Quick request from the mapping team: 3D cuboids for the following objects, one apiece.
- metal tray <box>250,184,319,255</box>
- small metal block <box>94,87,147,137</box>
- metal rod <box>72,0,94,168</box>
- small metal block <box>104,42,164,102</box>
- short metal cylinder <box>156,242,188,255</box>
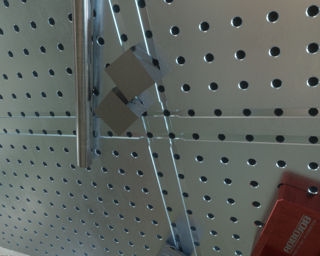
[{"bbox_3d":[0.180,0.142,0.400,0.090,0.030,0.129,20,126,16],"label":"metal tray"},{"bbox_3d":[-0.055,-0.024,0.425,0.050,0.025,0.050,45,129,-4],"label":"small metal block"},{"bbox_3d":[-0.105,-0.063,0.427,0.025,0.025,0.298,20,126,16],"label":"metal rod"},{"bbox_3d":[-0.032,-0.069,0.386,0.050,0.025,0.050,-29,103,37],"label":"small metal block"},{"bbox_3d":[0.010,0.240,0.519,0.050,0.080,0.079,32,129,8],"label":"short metal cylinder"}]
